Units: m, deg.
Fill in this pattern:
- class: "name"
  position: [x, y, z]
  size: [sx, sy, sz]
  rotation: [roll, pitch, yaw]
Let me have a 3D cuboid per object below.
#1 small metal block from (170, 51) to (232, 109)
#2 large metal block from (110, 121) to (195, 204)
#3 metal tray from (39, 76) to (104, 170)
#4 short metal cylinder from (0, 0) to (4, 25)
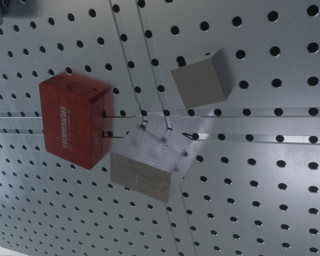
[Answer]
- class: "small metal block"
  position: [0.047, -0.053, 0.353]
  size: [0.050, 0.025, 0.050]
  rotation: [-11, 113, 33]
- class: "large metal block"
  position: [-0.009, 0.041, 0.406]
  size: [0.080, 0.080, 0.050]
  rotation: [18, 125, 18]
- class: "metal tray"
  position: [-0.135, -0.006, 0.476]
  size: [0.090, 0.030, 0.129]
  rotation: [20, 126, 16]
- class: "short metal cylinder"
  position: [-0.254, -0.165, 0.407]
  size: [0.080, 0.080, 0.050]
  rotation: [19, 126, 17]
